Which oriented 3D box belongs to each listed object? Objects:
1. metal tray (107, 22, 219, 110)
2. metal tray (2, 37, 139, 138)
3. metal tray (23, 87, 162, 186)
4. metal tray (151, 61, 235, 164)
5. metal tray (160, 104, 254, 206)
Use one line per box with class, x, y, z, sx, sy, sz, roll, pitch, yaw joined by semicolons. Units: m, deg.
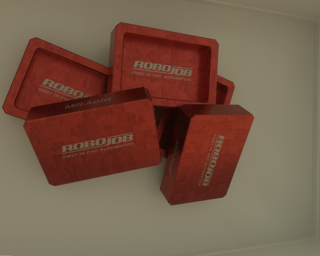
metal tray;0.005;-0.069;0.377;0.131;0.030;0.089;4;89;-20
metal tray;-0.102;-0.038;0.367;0.131;0.030;0.090;21;83;-19
metal tray;-0.069;0.011;0.345;0.131;0.030;0.089;-11;124;-5
metal tray;0.041;-0.016;0.422;0.091;0.030;0.129;21;83;-19
metal tray;0.057;0.034;0.394;0.091;0.030;0.129;-2;119;-26
